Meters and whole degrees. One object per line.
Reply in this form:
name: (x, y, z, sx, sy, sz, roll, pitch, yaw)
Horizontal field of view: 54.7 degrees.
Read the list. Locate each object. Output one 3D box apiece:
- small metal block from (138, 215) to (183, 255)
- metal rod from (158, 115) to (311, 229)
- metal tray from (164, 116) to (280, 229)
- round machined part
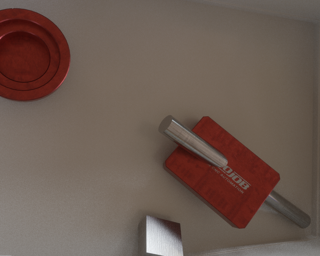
small metal block: (0.000, 0.145, 0.397, 0.050, 0.050, 0.025, 20, 128, -19)
metal rod: (0.119, 0.072, 0.436, 0.301, 0.025, 0.025, 35, 79, -25)
metal tray: (0.081, 0.058, 0.416, 0.130, 0.030, 0.090, 40, 76, 5)
round machined part: (-0.153, -0.078, 0.345, 0.099, 0.042, 0.097, 0, 90, -21)
